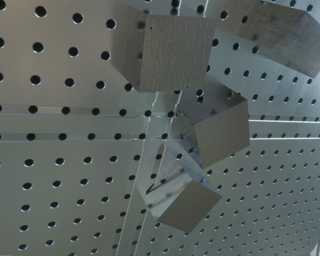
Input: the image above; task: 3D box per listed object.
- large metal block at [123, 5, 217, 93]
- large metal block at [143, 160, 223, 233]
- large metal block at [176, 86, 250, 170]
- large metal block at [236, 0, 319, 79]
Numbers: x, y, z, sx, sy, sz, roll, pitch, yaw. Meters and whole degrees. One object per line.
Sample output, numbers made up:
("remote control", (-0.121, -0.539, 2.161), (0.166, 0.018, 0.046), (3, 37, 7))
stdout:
("large metal block", (0.008, -0.088, 0.345), (0.081, 0.050, 0.079), (-6, 121, -25))
("large metal block", (0.036, 0.107, 0.480), (0.080, 0.050, 0.080), (34, 99, -38))
("large metal block", (0.076, -0.001, 0.435), (0.080, 0.050, 0.080), (-25, 128, -13))
("large metal block", (0.159, -0.112, 0.392), (0.080, 0.080, 0.050), (19, 108, -36))
